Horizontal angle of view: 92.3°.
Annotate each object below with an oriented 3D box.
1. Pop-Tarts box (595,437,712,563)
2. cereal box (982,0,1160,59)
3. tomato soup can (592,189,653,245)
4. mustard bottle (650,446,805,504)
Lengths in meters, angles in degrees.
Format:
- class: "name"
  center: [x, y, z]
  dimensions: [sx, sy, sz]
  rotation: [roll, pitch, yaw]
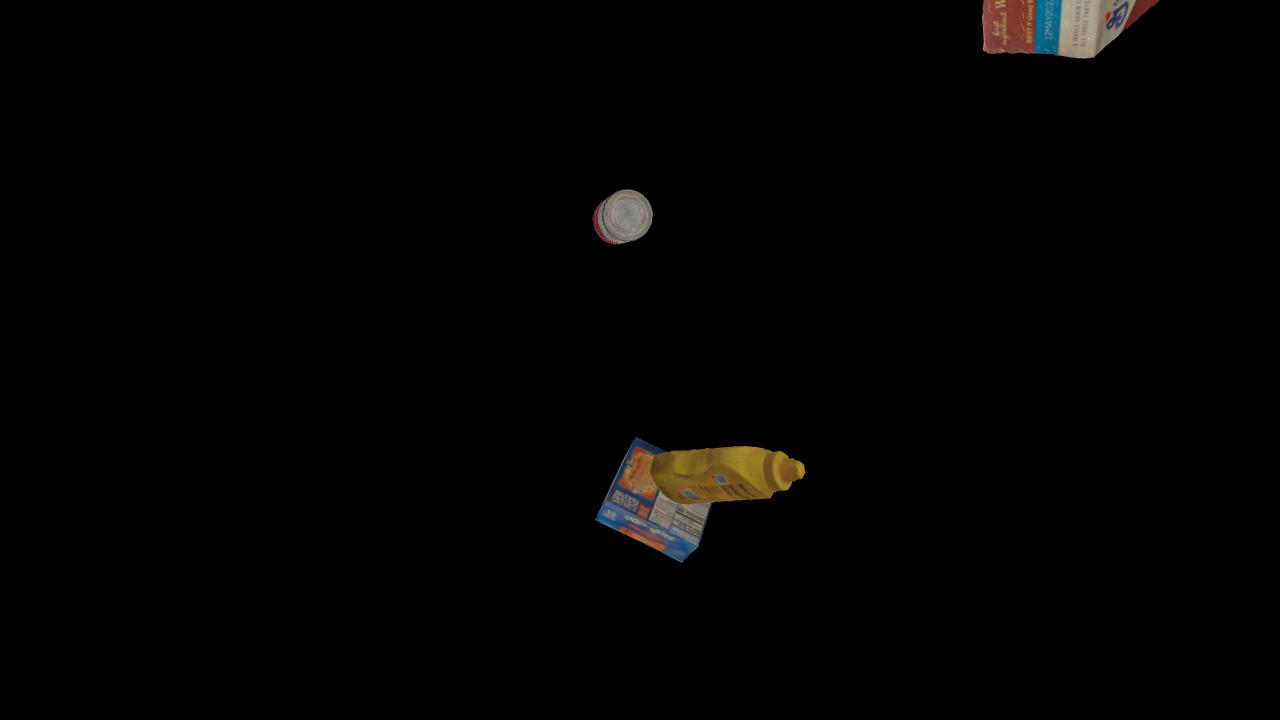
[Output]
- class: "Pop-Tarts box"
  center: [0.032, 0.238, 1.055]
  dimensions: [0.167, 0.141, 0.083]
  rotation: [25, -42, 2]
- class: "cereal box"
  center: [0.312, -0.338, 0.332]
  dimensions: [0.306, 0.203, 0.081]
  rotation: [-39, 42, -12]
- class: "tomato soup can"
  center: [-0.025, -0.191, 0.831]
  dimensions: [0.068, 0.068, 0.101]
  rotation: [0, 9, -11]
- class: "mustard bottle"
  center: [0.105, 0.133, 0.708]
  dimensions: [0.184, 0.054, 0.092]
  rotation: [-15, -49, 42]
